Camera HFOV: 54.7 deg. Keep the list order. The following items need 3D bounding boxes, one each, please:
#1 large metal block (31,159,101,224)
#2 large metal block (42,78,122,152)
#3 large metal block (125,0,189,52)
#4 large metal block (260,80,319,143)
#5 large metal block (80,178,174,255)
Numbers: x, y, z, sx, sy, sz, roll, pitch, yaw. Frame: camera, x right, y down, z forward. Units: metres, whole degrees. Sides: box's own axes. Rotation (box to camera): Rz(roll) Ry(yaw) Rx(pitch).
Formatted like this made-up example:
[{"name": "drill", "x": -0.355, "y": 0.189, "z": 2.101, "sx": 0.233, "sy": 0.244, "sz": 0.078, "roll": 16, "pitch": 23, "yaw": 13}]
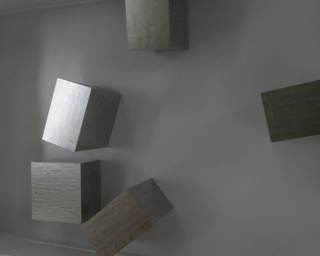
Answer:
[{"name": "large metal block", "x": -0.133, "y": 0.087, "z": 0.443, "sx": 0.080, "sy": 0.050, "sz": 0.079, "roll": -1, "pitch": 90, "yaw": 19}, {"name": "large metal block", "x": -0.101, "y": -0.017, "z": 0.416, "sx": 0.050, "sy": 0.080, "sz": 0.080, "roll": 18, "pitch": 96, "yaw": 19}, {"name": "large metal block", "x": -0.001, "y": -0.135, "z": 0.374, "sx": 0.050, "sy": 0.080, "sz": 0.079, "roll": 2, "pitch": 101, "yaw": 20}, {"name": "large metal block", "x": 0.154, "y": -0.018, "z": 0.327, "sx": 0.080, "sy": 0.080, "sz": 0.050, "roll": -12, "pitch": 86, "yaw": 19}, {"name": "large metal block", "x": -0.038, "y": 0.113, "z": 0.394, "sx": 0.080, "sy": 0.080, "sz": 0.050, "roll": -41, "pitch": 77, "yaw": 15}]
